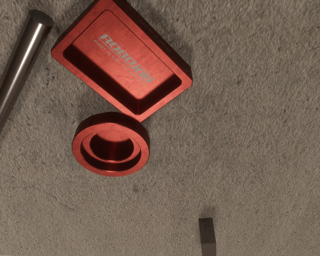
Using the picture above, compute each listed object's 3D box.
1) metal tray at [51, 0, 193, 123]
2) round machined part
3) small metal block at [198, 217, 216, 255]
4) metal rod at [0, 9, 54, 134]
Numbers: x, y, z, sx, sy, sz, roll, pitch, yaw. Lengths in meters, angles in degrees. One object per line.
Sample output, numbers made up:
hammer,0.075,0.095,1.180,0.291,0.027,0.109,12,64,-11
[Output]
metal tray,-0.038,-0.072,0.341,0.090,0.030,0.130,-35,122,25
round machined part,-0.062,0.017,0.409,0.099,0.042,0.097,0,131,0
small metal block,0.086,0.199,0.562,0.025,0.050,0.050,-6,130,4
metal rod,-0.204,-0.017,0.389,0.025,0.025,0.298,28,125,-22
